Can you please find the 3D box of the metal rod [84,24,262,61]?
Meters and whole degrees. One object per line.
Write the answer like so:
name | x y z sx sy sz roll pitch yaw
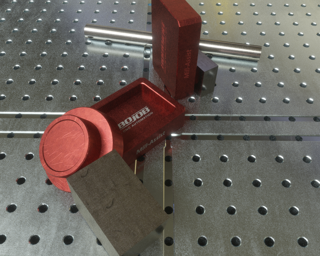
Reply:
metal rod | 0.018 -0.148 0.532 0.302 0.025 0.025 9 51 7

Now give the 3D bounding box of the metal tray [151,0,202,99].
metal tray | 0.019 -0.116 0.437 0.030 0.129 0.090 -18 53 -15

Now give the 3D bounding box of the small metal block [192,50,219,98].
small metal block | 0.058 -0.082 0.462 0.025 0.050 0.050 -26 55 -20

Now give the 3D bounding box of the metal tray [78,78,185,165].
metal tray | -0.042 -0.007 0.409 0.131 0.030 0.090 -35 59 -26

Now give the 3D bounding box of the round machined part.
round machined part | -0.094 0.023 0.345 0.098 0.042 0.098 -6 74 24

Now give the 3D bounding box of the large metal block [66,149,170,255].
large metal block | -0.041 0.080 0.296 0.050 0.080 0.080 -32 68 -24
